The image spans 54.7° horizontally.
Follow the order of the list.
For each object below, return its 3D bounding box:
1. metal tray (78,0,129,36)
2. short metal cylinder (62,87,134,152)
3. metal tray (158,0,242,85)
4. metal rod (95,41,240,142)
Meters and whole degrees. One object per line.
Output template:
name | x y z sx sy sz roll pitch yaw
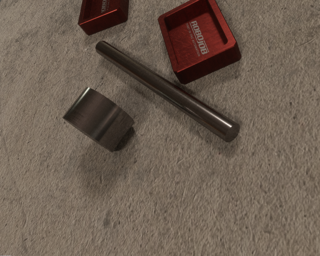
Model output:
metal tray | -0.107 -0.249 0.607 0.090 0.030 0.130 -13 56 20
short metal cylinder | -0.082 -0.010 0.416 0.080 0.080 0.050 27 76 37
metal tray | 0.053 -0.134 0.453 0.090 0.030 0.130 -23 53 14
metal rod | -0.009 -0.067 0.448 0.025 0.025 0.300 -47 52 -5
